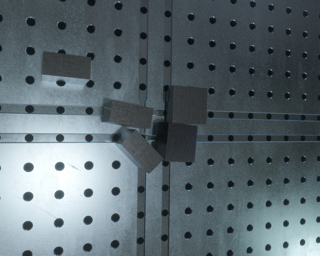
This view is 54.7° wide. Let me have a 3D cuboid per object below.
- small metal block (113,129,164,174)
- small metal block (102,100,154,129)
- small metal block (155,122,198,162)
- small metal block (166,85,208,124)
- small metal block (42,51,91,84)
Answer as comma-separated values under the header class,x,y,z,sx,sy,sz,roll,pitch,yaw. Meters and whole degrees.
class,x,y,z,sx,sy,sz,roll,pitch,yaw
small metal block,-0.029,0.028,0.390,0.025,0.050,0.050,-46,104,-14
small metal block,-0.041,-0.016,0.385,0.050,0.050,0.025,10,87,-20
small metal block,0.021,0.019,0.415,0.050,0.025,0.050,7,88,-37
small metal block,0.036,-0.031,0.427,0.050,0.025,0.050,2,89,-21
small metal block,-0.109,-0.068,0.359,0.050,0.050,0.025,3,89,-20
